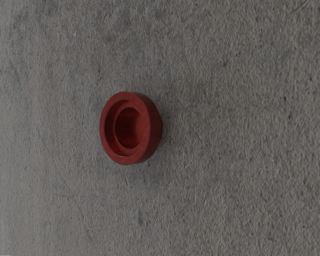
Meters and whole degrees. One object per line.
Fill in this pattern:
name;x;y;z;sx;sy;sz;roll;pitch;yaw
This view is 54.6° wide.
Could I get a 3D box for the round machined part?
round machined part;-0.035;0.000;0.424;0.098;0.042;0.097;0;90;40
